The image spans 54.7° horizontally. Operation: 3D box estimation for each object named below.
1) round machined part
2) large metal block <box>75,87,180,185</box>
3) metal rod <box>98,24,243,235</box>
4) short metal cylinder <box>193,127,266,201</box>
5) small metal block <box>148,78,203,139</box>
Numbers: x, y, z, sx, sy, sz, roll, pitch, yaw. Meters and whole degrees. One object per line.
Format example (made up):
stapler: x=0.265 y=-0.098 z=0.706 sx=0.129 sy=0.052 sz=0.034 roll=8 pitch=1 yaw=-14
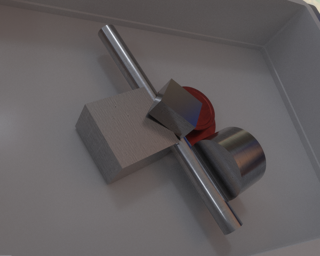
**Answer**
round machined part: x=0.035 y=-0.018 z=0.424 sx=0.099 sy=0.042 sz=0.098 roll=14 pitch=56 yaw=-21
large metal block: x=-0.039 y=0.007 z=0.361 sx=0.081 sy=0.050 sz=0.080 roll=-23 pitch=74 yaw=-36
metal rod: x=0.006 y=-0.008 z=0.386 sx=0.025 sy=0.025 sz=0.299 roll=-23 pitch=74 yaw=-37
short metal cylinder: x=0.083 y=0.044 z=0.388 sx=0.050 sy=0.080 sz=0.080 roll=-23 pitch=74 yaw=-37
small metal block: x=0.020 y=-0.024 z=0.368 sx=0.050 sy=0.025 sz=0.050 roll=37 pitch=39 yaw=-12
